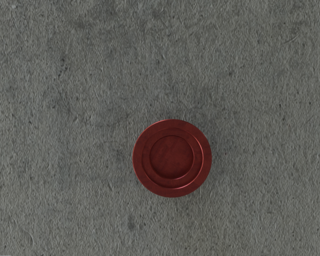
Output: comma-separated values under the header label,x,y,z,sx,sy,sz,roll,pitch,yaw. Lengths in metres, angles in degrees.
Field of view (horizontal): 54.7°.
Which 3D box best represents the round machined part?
label,x,y,z,sx,sy,sz,roll,pitch,yaw
round machined part,0.015,0.037,0.403,0.099,0.042,0.097,0,90,-1
